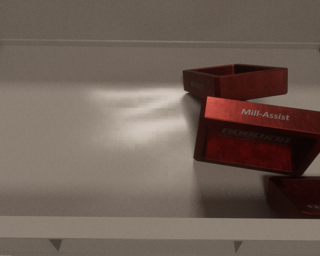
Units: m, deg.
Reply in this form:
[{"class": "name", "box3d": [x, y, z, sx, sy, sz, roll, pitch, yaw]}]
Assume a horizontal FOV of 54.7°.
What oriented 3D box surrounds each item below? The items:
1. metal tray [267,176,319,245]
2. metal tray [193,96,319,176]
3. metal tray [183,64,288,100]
[{"class": "metal tray", "box3d": [0.186, 0.077, 0.306, 0.131, 0.030, 0.090, 0, 11, -1]}, {"class": "metal tray", "box3d": [0.108, 0.012, 0.352, 0.131, 0.090, 0.030, 8, 55, 6]}, {"class": "metal tray", "box3d": [0.091, -0.062, 0.407, 0.091, 0.030, 0.130, -9, 15, -11]}]
